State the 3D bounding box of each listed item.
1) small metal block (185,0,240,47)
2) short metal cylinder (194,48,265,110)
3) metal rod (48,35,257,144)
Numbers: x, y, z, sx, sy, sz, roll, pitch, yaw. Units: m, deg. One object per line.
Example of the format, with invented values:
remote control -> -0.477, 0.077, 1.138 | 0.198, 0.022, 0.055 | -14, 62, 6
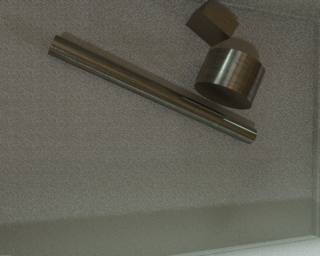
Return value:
small metal block -> 0.071, -0.143, 0.424 | 0.050, 0.050, 0.025 | 35, 79, -17
short metal cylinder -> 0.093, -0.065, 0.417 | 0.080, 0.080, 0.050 | 26, 81, -19
metal rod -> 0.005, -0.043, 0.413 | 0.302, 0.025, 0.025 | 23, 82, -19
